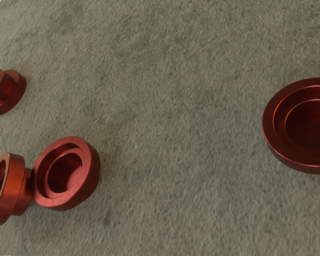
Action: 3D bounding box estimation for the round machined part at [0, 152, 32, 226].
[{"bbox_3d":[-0.208,0.086,0.432,0.098,0.042,0.098,-27,52,42],"label":"round machined part"}]

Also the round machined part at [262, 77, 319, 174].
[{"bbox_3d":[0.156,0.001,0.310,0.098,0.042,0.098,-13,56,20],"label":"round machined part"}]

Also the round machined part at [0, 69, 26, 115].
[{"bbox_3d":[-0.313,-0.075,0.600,0.098,0.042,0.098,-13,56,20],"label":"round machined part"}]

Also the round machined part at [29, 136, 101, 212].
[{"bbox_3d":[-0.121,0.064,0.416,0.098,0.042,0.098,-13,56,20],"label":"round machined part"}]
